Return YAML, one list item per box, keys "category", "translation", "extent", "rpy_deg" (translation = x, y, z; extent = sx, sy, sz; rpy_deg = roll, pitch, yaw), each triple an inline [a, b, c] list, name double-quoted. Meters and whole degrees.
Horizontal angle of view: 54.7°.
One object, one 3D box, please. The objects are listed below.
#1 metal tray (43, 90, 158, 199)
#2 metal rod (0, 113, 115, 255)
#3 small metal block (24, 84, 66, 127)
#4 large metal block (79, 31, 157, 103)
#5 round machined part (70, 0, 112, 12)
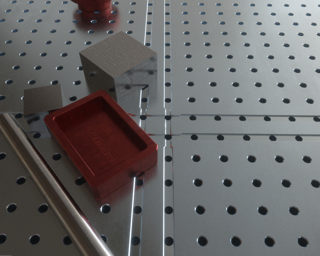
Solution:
- category: "metal tray"
  translation: [-0.075, 0.014, 0.391]
  extent: [0.091, 0.030, 0.130]
  rpy_deg: [-31, 57, -24]
- category: "metal rod"
  translation: [-0.110, 0.079, 0.339]
  extent: [0.025, 0.025, 0.300]
  rpy_deg: [-33, 58, -25]
- category: "small metal block"
  translation: [-0.160, -0.032, 0.433]
  extent: [0.050, 0.025, 0.050]
  rpy_deg: [-12, 51, -10]
- category: "large metal block"
  translation: [-0.061, -0.094, 0.469]
  extent: [0.080, 0.050, 0.080]
  rpy_deg: [-37, 59, -27]
- category: "round machined part"
  translation: [-0.135, -0.270, 0.622]
  extent: [0.099, 0.042, 0.098]
  rpy_deg: [0, 50, 0]
